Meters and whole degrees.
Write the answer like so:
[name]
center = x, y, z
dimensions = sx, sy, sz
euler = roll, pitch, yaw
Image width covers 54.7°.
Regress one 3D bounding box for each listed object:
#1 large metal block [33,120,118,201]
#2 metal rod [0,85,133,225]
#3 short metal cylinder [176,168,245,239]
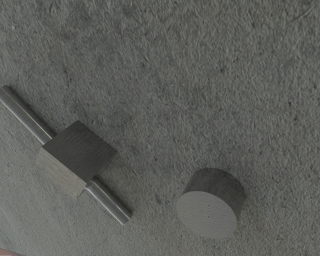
[large metal block]
center = -0.125, 0.046, 0.466
dimensions = 0.080, 0.080, 0.050
euler = 39, 129, 2
[metal rod]
center = -0.158, 0.048, 0.519
dimensions = 0.300, 0.025, 0.025
euler = 47, 129, -5
[short metal cylinder]
center = 0.069, 0.101, 0.417
dimensions = 0.080, 0.050, 0.079
euler = 13, 124, 21
